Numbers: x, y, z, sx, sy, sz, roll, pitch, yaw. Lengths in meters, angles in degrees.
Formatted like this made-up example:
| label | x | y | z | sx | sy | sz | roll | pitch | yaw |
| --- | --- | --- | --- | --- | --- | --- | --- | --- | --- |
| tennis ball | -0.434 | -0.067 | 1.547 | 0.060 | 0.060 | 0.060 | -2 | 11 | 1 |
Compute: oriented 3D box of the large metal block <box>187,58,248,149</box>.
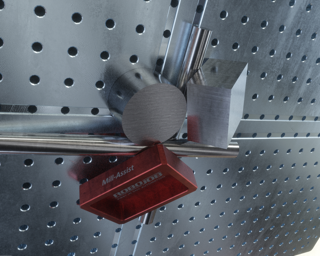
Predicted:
| label | x | y | z | sx | sy | sz | roll | pitch | yaw |
| --- | --- | --- | --- | --- | --- | --- | --- | --- | --- |
| large metal block | 0.072 | -0.033 | 0.388 | 0.080 | 0.050 | 0.079 | -50 | 145 | -48 |

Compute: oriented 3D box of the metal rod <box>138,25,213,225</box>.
| label | x | y | z | sx | sy | sz | roll | pitch | yaw |
| --- | --- | --- | --- | --- | --- | --- | --- | --- | --- |
| metal rod | 0.014 | 0.013 | 0.426 | 0.025 | 0.025 | 0.298 | 1 | 118 | -29 |

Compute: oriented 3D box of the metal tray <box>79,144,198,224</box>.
| label | x | y | z | sx | sy | sz | roll | pitch | yaw |
| --- | --- | --- | --- | --- | --- | --- | --- | --- | --- |
| metal tray | -0.028 | 0.079 | 0.408 | 0.130 | 0.030 | 0.090 | -29 | 138 | 17 |

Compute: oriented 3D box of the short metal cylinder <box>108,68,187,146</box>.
| label | x | y | z | sx | sy | sz | roll | pitch | yaw |
| --- | --- | --- | --- | --- | --- | --- | --- | --- | --- |
| short metal cylinder | -0.015 | -0.026 | 0.370 | 0.081 | 0.050 | 0.079 | -14 | 124 | -21 |

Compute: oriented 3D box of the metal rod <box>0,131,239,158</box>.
| label | x | y | z | sx | sy | sz | roll | pitch | yaw |
| --- | --- | --- | --- | --- | --- | --- | --- | --- | --- |
| metal rod | -0.034 | 0.023 | 0.385 | 0.302 | 0.025 | 0.025 | 3 | 117 | -22 |
